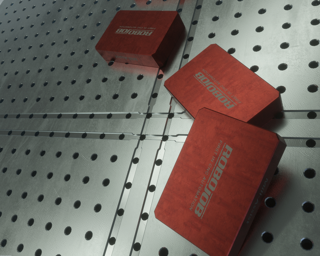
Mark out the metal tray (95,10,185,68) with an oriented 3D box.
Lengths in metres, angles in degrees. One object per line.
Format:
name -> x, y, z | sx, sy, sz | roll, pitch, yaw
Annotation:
metal tray -> -0.035, -0.152, 0.515 | 0.130, 0.030, 0.090 | 15, 69, 33

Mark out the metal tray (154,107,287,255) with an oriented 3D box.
metal tray -> 0.058, 0.053, 0.317 | 0.090, 0.030, 0.129 | 25, 92, 36

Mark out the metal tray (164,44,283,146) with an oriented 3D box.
metal tray -> 0.075, -0.042, 0.391 | 0.090, 0.030, 0.130 | -39, 51, 1
